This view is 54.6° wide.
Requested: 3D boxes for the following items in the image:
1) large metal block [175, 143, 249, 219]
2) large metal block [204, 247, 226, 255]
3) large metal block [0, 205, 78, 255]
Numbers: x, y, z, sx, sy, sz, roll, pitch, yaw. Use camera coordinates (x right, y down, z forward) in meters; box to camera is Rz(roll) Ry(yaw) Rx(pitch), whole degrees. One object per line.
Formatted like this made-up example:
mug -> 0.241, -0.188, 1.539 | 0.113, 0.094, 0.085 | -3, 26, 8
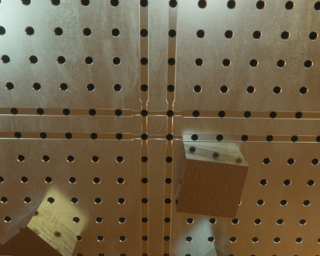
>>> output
large metal block -> 0.067, 0.072, 0.427 | 0.080, 0.050, 0.079 | 8, 110, -3
large metal block -> 0.079, 0.248, 0.476 | 0.050, 0.080, 0.080 | 41, 105, -14
large metal block -> -0.186, 0.177, 0.464 | 0.080, 0.050, 0.080 | -38, 106, 13
